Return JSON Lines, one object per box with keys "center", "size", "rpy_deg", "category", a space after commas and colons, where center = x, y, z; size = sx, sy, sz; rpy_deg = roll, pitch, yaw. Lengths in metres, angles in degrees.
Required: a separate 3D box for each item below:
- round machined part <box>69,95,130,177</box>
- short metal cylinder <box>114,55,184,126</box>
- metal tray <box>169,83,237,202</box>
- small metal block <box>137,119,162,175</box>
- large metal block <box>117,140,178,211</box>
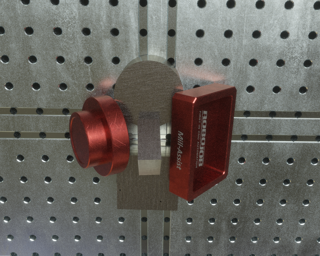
{"center": [-0.078, 0.012, 0.374], "size": [0.042, 0.098, 0.097], "rpy_deg": [-11, 114, -32], "category": "round machined part"}
{"center": [-0.013, -0.046, 0.382], "size": [0.081, 0.050, 0.079], "rpy_deg": [0, 110, 0], "category": "short metal cylinder"}
{"center": [0.054, 0.015, 0.386], "size": [0.030, 0.091, 0.129], "rpy_deg": [19, 116, 39], "category": "metal tray"}
{"center": [-0.013, 0.023, 0.363], "size": [0.025, 0.050, 0.050], "rpy_deg": [-1, 152, -3], "category": "small metal block"}
{"center": [-0.015, 0.063, 0.423], "size": [0.081, 0.050, 0.079], "rpy_deg": [2, 110, -1], "category": "large metal block"}
